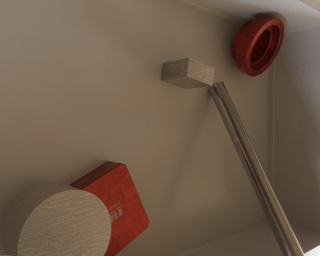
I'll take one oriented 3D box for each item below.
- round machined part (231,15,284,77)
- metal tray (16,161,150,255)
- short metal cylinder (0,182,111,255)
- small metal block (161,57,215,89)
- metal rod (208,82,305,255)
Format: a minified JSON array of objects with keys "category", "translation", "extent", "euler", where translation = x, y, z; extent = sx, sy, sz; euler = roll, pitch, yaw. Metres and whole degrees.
[{"category":"round machined part","translation":[0.157,-0.138,0.512],"extent":[0.099,0.042,0.097],"euler":[-28,138,-29]},{"category":"metal tray","translation":[-0.080,0.106,0.338],"extent":[0.131,0.030,0.090],"euler":[-32,110,-36]},{"category":"short metal cylinder","translation":[-0.091,0.091,0.275],"extent":[0.081,0.050,0.079],"euler":[0,90,-40]},{"category":"small metal block","translation":[0.038,-0.073,0.424],"extent":[0.050,0.050,0.025],"euler":[12,83,-40]},{"category":"metal rod","translation":[0.139,0.068,0.443],"extent":[0.025,0.025,0.299],"euler":[-6,68,-40]}]
